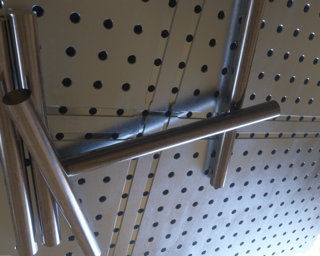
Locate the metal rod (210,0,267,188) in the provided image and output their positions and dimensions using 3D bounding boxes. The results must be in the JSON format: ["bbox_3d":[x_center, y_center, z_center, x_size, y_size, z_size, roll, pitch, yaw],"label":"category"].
[{"bbox_3d":[0.108,-0.035,0.450,0.025,0.025,0.298,-10,123,-24],"label":"metal rod"}]

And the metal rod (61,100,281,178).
[{"bbox_3d":[0.023,0.011,0.412,0.302,0.025,0.025,-15,125,-13],"label":"metal rod"}]

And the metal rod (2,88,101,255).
[{"bbox_3d":[-0.115,0.082,0.375,0.025,0.025,0.298,-21,134,-16],"label":"metal rod"}]

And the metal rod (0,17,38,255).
[{"bbox_3d":[-0.163,0.034,0.343,0.025,0.025,0.298,-9,122,-24],"label":"metal rod"}]

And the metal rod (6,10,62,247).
[{"bbox_3d":[-0.136,0.025,0.352,0.025,0.025,0.298,-9,123,-24],"label":"metal rod"}]
